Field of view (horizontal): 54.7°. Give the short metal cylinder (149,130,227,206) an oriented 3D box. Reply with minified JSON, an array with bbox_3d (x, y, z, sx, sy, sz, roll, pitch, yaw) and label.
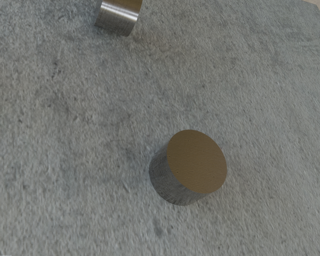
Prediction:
[{"bbox_3d":[0.033,0.049,0.378,0.081,0.050,0.080,14,56,-21],"label":"short metal cylinder"}]

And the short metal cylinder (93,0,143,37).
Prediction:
[{"bbox_3d":[-0.061,-0.178,0.446,0.050,0.080,0.080,14,56,-21],"label":"short metal cylinder"}]
